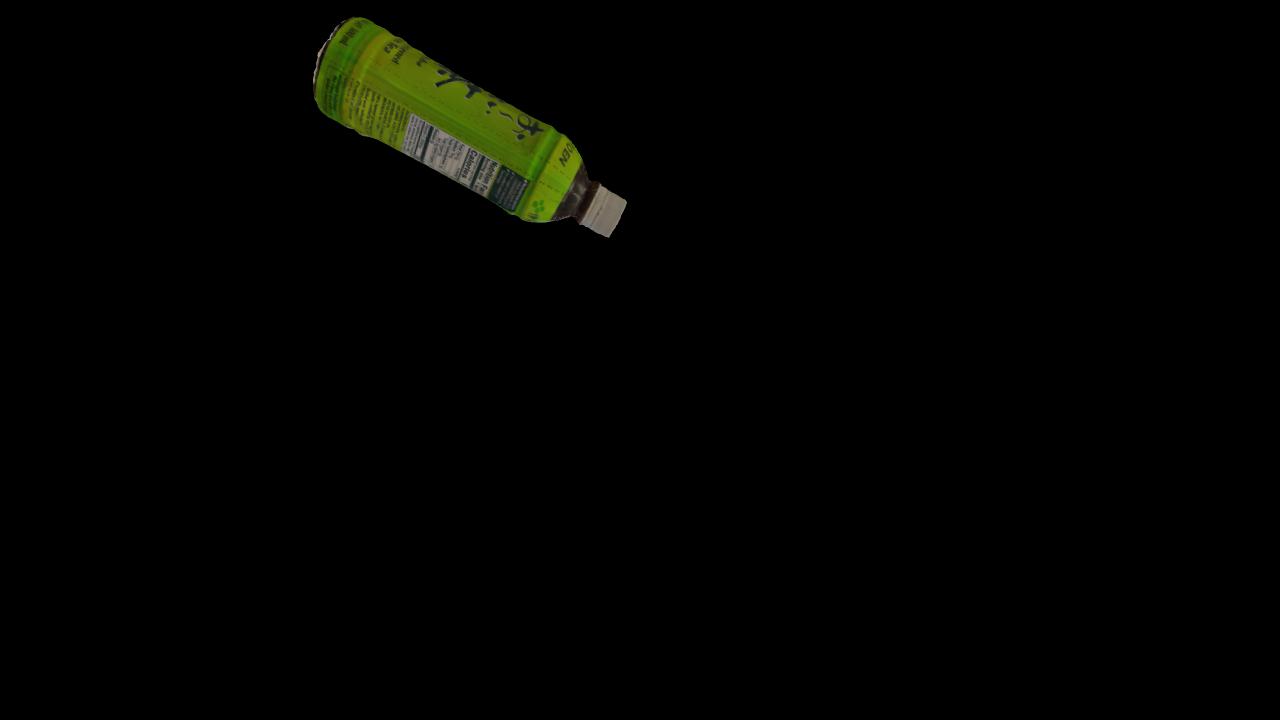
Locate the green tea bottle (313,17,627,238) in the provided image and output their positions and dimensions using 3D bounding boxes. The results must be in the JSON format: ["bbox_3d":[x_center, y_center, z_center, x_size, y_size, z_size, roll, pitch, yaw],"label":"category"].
[{"bbox_3d":[-0.108,-0.148,0.428,0.212,0.073,0.073,29,-7,-13],"label":"green tea bottle"}]
